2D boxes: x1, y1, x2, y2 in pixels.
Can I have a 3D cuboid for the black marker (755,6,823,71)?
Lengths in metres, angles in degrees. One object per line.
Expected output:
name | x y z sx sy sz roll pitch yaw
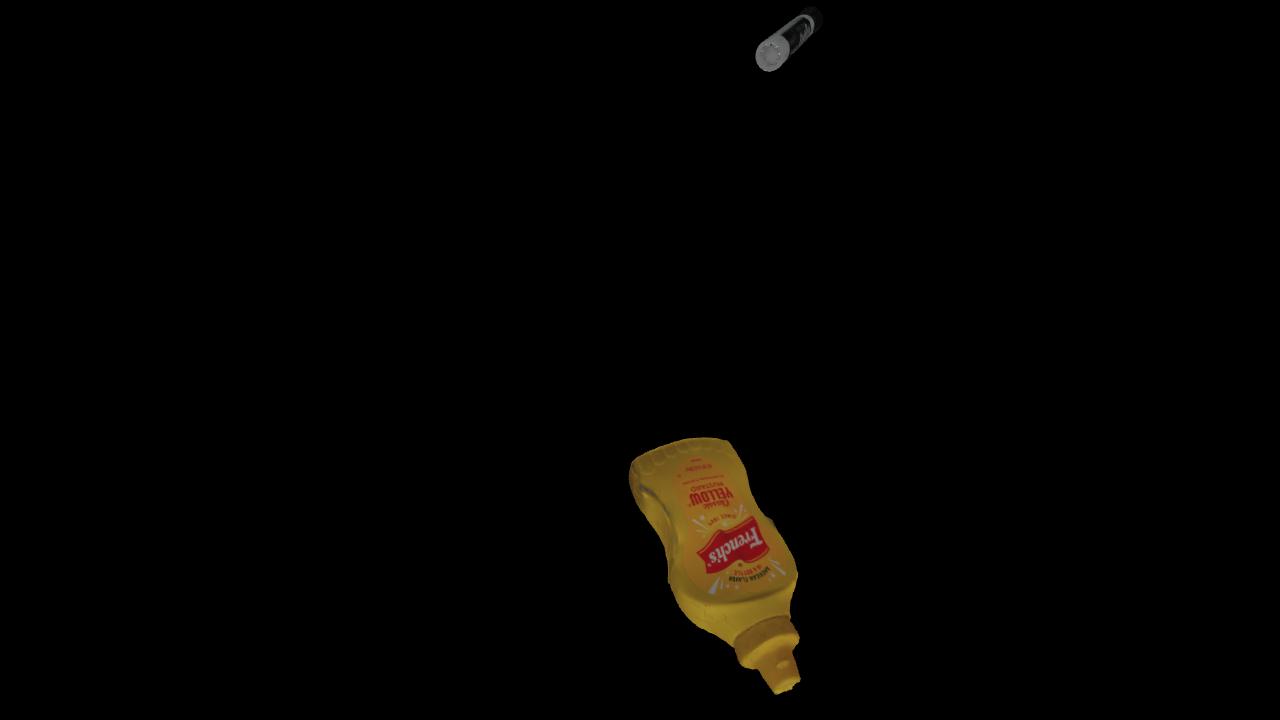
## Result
black marker | 0.107 -0.226 0.429 0.020 0.020 0.121 0 36 31

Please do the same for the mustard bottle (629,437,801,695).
mustard bottle | 0.061 0.140 0.436 0.092 0.054 0.184 -3 43 -22
